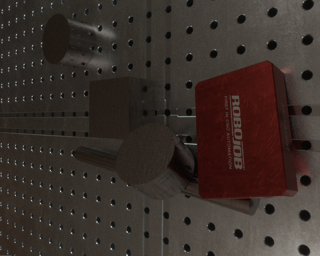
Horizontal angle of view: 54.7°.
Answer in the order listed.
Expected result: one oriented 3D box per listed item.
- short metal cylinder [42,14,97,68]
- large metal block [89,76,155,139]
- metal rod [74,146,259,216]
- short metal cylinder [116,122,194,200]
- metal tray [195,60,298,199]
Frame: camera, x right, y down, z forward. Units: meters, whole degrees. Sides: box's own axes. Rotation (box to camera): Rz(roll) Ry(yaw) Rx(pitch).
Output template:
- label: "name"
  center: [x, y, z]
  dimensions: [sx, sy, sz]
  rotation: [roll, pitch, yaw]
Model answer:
- label: "short metal cylinder"
  center: [-0.151, -0.143, 0.515]
  dimensions: [0.080, 0.050, 0.079]
  rotation: [0, 90, 39]
- label: "large metal block"
  center: [-0.054, -0.026, 0.435]
  dimensions: [0.080, 0.050, 0.079]
  rotation: [1, 91, 39]
- label: "metal rod"
  center: [-0.016, 0.061, 0.420]
  dimensions: [0.300, 0.025, 0.025]
  rotation: [9, 96, 39]
- label: "short metal cylinder"
  center: [-0.006, 0.040, 0.374]
  dimensions: [0.080, 0.050, 0.080]
  rotation: [-18, 51, 24]
- label: "metal tray"
  center: [0.083, 0.006, 0.319]
  dimensions: [0.090, 0.030, 0.129]
  rotation: [-13, 70, 38]
